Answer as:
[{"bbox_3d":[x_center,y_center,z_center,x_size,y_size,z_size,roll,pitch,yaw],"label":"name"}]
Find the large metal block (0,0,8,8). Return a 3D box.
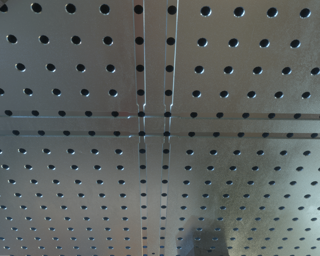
[{"bbox_3d":[-0.192,-0.130,0.281,0.080,0.050,0.080,-29,125,22],"label":"large metal block"}]

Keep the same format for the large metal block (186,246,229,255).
[{"bbox_3d":[0.094,0.299,0.652,0.081,0.050,0.079,16,128,-13],"label":"large metal block"}]
